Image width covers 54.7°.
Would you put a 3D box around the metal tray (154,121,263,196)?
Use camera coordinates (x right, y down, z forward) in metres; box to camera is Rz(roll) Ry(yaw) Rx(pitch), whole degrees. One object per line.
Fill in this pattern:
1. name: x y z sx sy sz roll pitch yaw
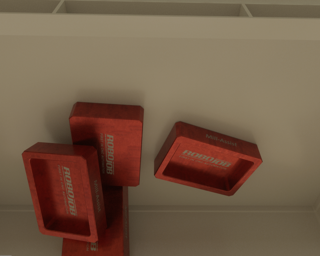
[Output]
1. metal tray: 0.067 0.048 0.447 0.131 0.030 0.089 16 128 -14

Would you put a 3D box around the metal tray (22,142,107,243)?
1. metal tray: -0.124 0.086 0.413 0.090 0.030 0.129 3 112 15

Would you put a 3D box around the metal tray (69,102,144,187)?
1. metal tray: -0.071 0.027 0.428 0.091 0.030 0.129 3 130 -4

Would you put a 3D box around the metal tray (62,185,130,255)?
1. metal tray: -0.094 0.145 0.460 0.090 0.130 0.030 -10 148 7
